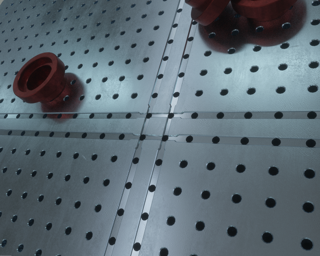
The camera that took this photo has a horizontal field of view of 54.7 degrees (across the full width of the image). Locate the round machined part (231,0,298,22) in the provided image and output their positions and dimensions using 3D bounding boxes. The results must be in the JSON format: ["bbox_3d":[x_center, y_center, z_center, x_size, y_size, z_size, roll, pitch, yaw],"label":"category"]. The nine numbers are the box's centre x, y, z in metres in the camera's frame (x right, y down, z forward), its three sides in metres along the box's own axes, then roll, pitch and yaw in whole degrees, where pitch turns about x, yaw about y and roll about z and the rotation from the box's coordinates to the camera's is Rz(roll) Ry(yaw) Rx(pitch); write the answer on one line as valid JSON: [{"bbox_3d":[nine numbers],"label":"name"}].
[{"bbox_3d":[0.150,-0.190,0.435,0.098,0.042,0.098,-13,56,20],"label":"round machined part"}]

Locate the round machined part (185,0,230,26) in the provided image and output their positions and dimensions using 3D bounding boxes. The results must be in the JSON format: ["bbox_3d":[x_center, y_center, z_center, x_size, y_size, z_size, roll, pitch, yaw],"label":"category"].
[{"bbox_3d":[0.072,-0.204,0.452,0.097,0.042,0.098,-53,23,34],"label":"round machined part"}]

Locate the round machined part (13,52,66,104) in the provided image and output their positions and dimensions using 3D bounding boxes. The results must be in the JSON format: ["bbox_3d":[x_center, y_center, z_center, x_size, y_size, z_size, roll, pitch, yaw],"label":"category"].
[{"bbox_3d":[-0.210,-0.085,0.557,0.098,0.042,0.098,-13,56,20],"label":"round machined part"}]
